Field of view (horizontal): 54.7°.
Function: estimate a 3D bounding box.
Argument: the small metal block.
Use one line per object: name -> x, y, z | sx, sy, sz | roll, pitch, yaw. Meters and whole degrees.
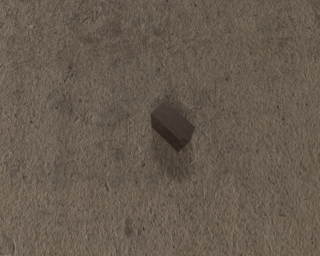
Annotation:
small metal block -> 0.015, -0.001, 0.395 | 0.050, 0.050, 0.025 | 43, 76, 14
